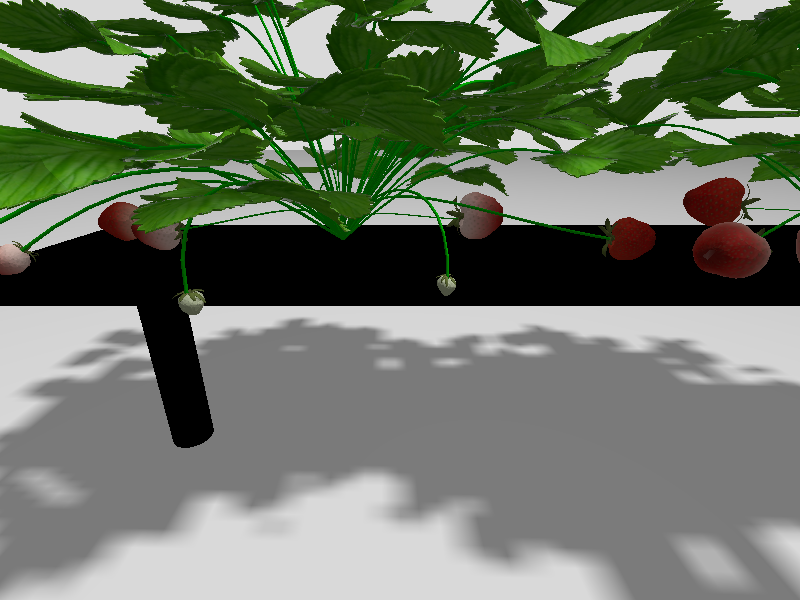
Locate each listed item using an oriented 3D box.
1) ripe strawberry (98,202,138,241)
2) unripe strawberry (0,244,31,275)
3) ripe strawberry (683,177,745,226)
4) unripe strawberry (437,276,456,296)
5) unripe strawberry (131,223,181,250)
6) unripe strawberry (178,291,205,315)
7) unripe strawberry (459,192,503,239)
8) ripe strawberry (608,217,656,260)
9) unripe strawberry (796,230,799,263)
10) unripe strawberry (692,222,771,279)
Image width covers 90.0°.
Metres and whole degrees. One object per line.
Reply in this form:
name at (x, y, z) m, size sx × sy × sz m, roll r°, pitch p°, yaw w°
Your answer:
ripe strawberry at (-0.246, -0.069, 0.352) m, size 0.036 × 0.034 × 0.033 m, roll 0°, pitch 22°, yaw 1°
unripe strawberry at (-0.255, -0.026, 0.261) m, size 0.022 × 0.019 × 0.022 m, roll -38°, pitch 32°, yaw -9°
ripe strawberry at (0.322, -0.101, 0.414) m, size 0.050 × 0.050 × 0.047 m, roll 19°, pitch 29°, yaw 39°
unripe strawberry at (0.026, -0.007, 0.220) m, size 0.010 × 0.011 × 0.011 m, roll -11°, pitch 25°, yaw -26°
unripe strawberry at (-0.196, -0.056, 0.322) m, size 0.034 × 0.034 × 0.032 m, roll -5°, pitch 23°, yaw -11°
unripe strawberry at (-0.103, 0.002, 0.199) m, size 0.011 × 0.012 × 0.012 m, roll 7°, pitch 23°, yaw 16°
unripe strawberry at (0.070, -0.073, 0.347) m, size 0.039 × 0.041 × 0.036 m, roll 1°, pitch 22°, yaw 0°
ripe strawberry at (0.167, -0.043, 0.288) m, size 0.030 × 0.031 × 0.028 m, roll 7°, pitch 23°, yaw 15°
unripe strawberry at (0.280, -0.035, 0.253) m, size 0.049 × 0.048 × 0.045 m, roll -19°, pitch 29°, yaw -37°
unripe strawberry at (0.206, -0.031, 0.253) m, size 0.039 × 0.034 × 0.039 m, roll -12°, pitch 25°, yaw -26°
